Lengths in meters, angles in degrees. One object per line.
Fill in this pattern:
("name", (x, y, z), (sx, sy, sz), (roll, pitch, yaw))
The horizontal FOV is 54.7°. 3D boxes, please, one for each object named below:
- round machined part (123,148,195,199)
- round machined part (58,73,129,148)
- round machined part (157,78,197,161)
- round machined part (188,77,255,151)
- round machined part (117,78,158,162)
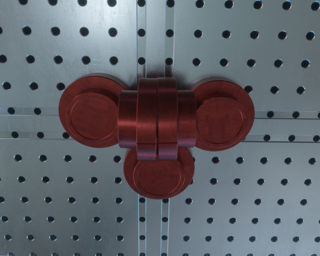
("round machined part", (-0.001, 0.057, 0.425), (0.099, 0.042, 0.097), (0, 110, -1))
("round machined part", (-0.081, -0.018, 0.396), (0.099, 0.042, 0.097), (0, 110, -1))
("round machined part", (0.019, -0.010, 0.365), (0.042, 0.098, 0.097), (-1, 110, 0))
("round machined part", (0.073, -0.013, 0.400), (0.099, 0.042, 0.097), (0, 110, -1))
("round machined part", (-0.025, -0.010, 0.364), (0.042, 0.098, 0.097), (1, 110, -1))
